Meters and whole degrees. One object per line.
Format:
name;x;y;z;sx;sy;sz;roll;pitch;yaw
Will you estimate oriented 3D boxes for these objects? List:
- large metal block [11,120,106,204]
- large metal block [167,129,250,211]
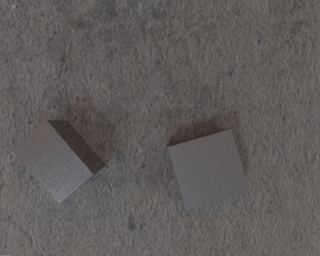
large metal block;-0.118;0.037;0.381;0.050;0.080;0.080;-40;91;0
large metal block;0.059;0.050;0.398;0.080;0.050;0.080;-16;90;-1
